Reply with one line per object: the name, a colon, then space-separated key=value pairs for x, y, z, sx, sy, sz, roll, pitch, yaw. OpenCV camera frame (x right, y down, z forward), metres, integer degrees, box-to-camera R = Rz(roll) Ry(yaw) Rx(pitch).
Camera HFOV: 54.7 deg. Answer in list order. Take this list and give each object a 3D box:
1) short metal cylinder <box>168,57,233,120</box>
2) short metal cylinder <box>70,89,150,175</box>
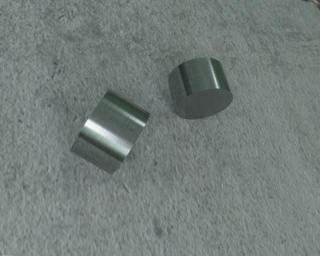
short metal cylinder: x=0.055 y=-0.053 z=0.433 sx=0.081 sy=0.080 sz=0.050 roll=2 pitch=61 yaw=-28
short metal cylinder: x=-0.054 y=0.004 z=0.338 sx=0.050 sy=0.080 sz=0.080 roll=32 pitch=51 yaw=-8
